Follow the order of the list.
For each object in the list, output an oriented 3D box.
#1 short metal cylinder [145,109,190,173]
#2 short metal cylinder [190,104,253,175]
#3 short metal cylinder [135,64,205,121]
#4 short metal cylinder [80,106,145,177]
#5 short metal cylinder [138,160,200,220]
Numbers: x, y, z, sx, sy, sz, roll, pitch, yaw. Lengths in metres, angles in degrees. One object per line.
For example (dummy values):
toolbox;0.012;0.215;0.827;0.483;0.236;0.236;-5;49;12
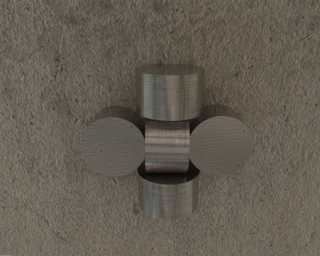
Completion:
short metal cylinder;0.008;0.016;0.388;0.050;0.080;0.079;1;110;0
short metal cylinder;0.074;0.014;0.403;0.081;0.050;0.079;0;111;0
short metal cylinder;0.012;-0.045;0.366;0.081;0.080;0.050;0;110;0
short metal cylinder;-0.058;0.016;0.403;0.081;0.050;0.079;0;110;-1
short metal cylinder;0.011;0.077;0.411;0.081;0.080;0.050;0;110;0
